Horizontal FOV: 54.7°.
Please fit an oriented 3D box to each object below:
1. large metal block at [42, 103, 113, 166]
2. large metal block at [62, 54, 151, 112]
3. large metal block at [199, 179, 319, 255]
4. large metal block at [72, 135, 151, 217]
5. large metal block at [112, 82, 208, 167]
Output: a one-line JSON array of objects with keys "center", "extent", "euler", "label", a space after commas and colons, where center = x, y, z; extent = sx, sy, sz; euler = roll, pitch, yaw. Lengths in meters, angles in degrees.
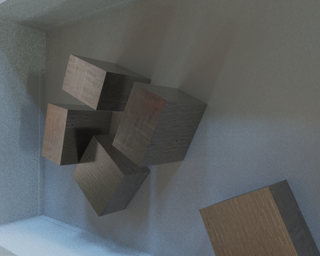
[{"center": [-0.125, 0.008, 0.471], "extent": [0.050, 0.081, 0.079], "euler": [17, 101, 38], "label": "large metal block"}, {"center": [-0.074, -0.061, 0.430], "extent": [0.080, 0.081, 0.050], "euler": [29, 108, 36], "label": "large metal block"}, {"center": [0.098, 0.105, 0.309], "extent": [0.080, 0.050, 0.080], "euler": [-30, 71, 35], "label": "large metal block"}, {"center": [-0.072, 0.066, 0.448], "extent": [0.080, 0.050, 0.080], "euler": [47, 118, 29], "label": "large metal block"}, {"center": [0.001, -0.004, 0.369], "extent": [0.050, 0.081, 0.079], "euler": [34, 111, 34], "label": "large metal block"}]
